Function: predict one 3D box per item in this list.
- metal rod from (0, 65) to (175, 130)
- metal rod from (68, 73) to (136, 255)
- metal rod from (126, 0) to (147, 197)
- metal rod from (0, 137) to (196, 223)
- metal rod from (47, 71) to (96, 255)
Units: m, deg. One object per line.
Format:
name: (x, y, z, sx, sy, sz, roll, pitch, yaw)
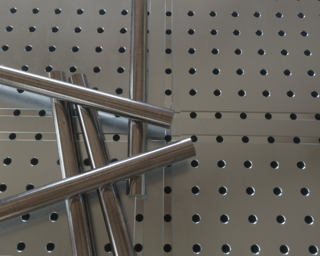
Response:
metal rod: (-0.130, -0.049, 0.400, 0.301, 0.025, 0.025, 15, 71, 5)
metal rod: (-0.070, 0.064, 0.387, 0.025, 0.025, 0.299, -17, 71, -6)
metal rod: (-0.031, -0.057, 0.432, 0.025, 0.025, 0.299, 0, 70, -1)
metal rod: (-0.104, 0.069, 0.357, 0.302, 0.025, 0.025, -18, 71, -7)
metal rod: (-0.110, 0.062, 0.387, 0.025, 0.025, 0.299, -13, 71, -5)
